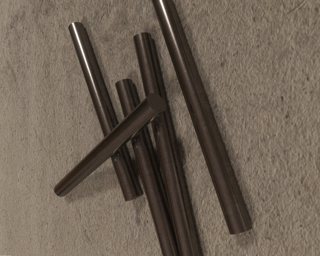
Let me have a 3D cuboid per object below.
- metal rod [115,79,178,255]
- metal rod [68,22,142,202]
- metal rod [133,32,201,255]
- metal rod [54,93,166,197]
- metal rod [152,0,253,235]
[{"bbox_3d":[-0.010,0.074,0.410,0.025,0.025,0.299,-27,73,36],"label":"metal rod"},{"bbox_3d":[-0.089,-0.035,0.475,0.025,0.025,0.299,-33,70,35],"label":"metal rod"},{"bbox_3d":[0.007,0.019,0.397,0.025,0.025,0.299,-20,77,38],"label":"metal rod"},{"bbox_3d":[-0.089,0.041,0.445,0.299,0.025,0.025,-39,66,43],"label":"metal rod"},{"bbox_3d":[0.044,-0.029,0.366,0.025,0.025,0.299,-27,73,36],"label":"metal rod"}]
